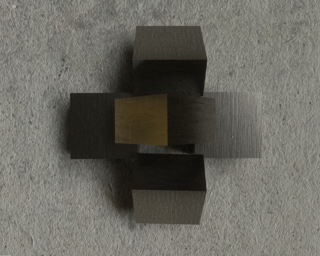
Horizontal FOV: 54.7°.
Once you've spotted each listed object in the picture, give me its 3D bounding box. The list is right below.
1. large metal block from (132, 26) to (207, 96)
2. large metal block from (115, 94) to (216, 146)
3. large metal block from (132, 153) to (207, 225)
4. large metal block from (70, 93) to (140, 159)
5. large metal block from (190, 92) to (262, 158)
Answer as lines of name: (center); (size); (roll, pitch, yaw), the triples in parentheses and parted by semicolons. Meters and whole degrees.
large metal block: (0.011, -0.083, 0.378); (0.081, 0.080, 0.050); (0, 134, 0)
large metal block: (0.006, -0.008, 0.351); (0.080, 0.081, 0.050); (0, 90, 44)
large metal block: (0.010, 0.076, 0.378); (0.081, 0.080, 0.050); (1, 47, 0)
large metal block: (-0.068, -0.003, 0.398); (0.081, 0.050, 0.079); (0, 90, -1)
large metal block: (0.082, -0.004, 0.397); (0.081, 0.050, 0.079); (0, 90, -1)
